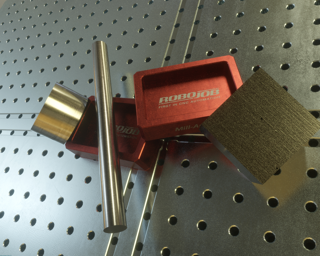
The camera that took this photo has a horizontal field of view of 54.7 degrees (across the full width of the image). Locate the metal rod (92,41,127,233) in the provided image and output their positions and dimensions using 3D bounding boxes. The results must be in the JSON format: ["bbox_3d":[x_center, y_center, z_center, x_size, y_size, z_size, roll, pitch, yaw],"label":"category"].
[{"bbox_3d":[-0.073,-0.012,0.415,0.025,0.025,0.299,-23,53,15],"label":"metal rod"}]

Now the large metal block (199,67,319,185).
[{"bbox_3d":[0.098,0.000,0.318,0.080,0.050,0.080,-44,82,-2],"label":"large metal block"}]

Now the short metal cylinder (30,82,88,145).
[{"bbox_3d":[-0.149,-0.022,0.461,0.080,0.050,0.080,-49,23,31],"label":"short metal cylinder"}]

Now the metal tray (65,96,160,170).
[{"bbox_3d":[-0.062,0.003,0.435,0.130,0.030,0.090,7,65,31],"label":"metal tray"}]

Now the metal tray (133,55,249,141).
[{"bbox_3d":[0.036,-0.039,0.386,0.131,0.030,0.090,-10,56,3],"label":"metal tray"}]
